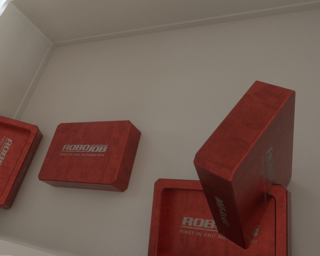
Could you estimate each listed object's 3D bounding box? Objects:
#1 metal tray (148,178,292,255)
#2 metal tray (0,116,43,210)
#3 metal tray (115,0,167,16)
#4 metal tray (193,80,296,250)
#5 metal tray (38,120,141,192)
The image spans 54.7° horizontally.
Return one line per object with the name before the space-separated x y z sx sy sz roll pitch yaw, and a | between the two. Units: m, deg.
metal tray | 0.055 0.098 0.298 0.130 0.030 0.090 -2 74 28
metal tray | -0.250 0.048 0.473 0.091 0.030 0.130 16 66 -1
metal tray | -0.015 -0.269 0.576 0.090 0.030 0.130 19 72 35
metal tray | 0.078 0.037 0.263 0.030 0.130 0.090 25 62 36
metal tray | -0.098 0.037 0.429 0.130 0.030 0.090 -2 61 27
